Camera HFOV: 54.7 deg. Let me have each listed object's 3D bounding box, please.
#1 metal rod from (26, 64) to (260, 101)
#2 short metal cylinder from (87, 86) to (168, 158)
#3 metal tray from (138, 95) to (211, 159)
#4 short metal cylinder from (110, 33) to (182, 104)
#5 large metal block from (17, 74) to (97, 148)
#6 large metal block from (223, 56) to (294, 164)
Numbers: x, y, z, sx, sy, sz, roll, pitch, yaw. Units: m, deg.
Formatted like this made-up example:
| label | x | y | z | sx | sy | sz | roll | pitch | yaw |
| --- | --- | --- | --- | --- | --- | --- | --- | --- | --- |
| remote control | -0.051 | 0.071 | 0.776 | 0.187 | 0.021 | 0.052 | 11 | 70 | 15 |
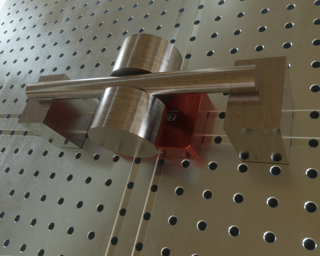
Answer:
| label | x | y | z | sx | sy | sz | roll | pitch | yaw |
| --- | --- | --- | --- | --- | --- | --- | --- | --- | --- |
| metal rod | -0.043 | -0.048 | 0.357 | 0.300 | 0.025 | 0.025 | 1 | 62 | 28 |
| short metal cylinder | -0.036 | -0.004 | 0.356 | 0.080 | 0.080 | 0.050 | 1 | 62 | 28 |
| metal tray | -0.006 | -0.010 | 0.414 | 0.130 | 0.030 | 0.090 | 2 | 62 | 29 |
| short metal cylinder | -0.017 | -0.071 | 0.387 | 0.080 | 0.080 | 0.050 | 1 | 62 | 28 |
| large metal block | -0.149 | -0.023 | 0.464 | 0.050 | 0.080 | 0.080 | 1 | 62 | 29 |
| large metal block | 0.107 | -0.016 | 0.325 | 0.050 | 0.080 | 0.080 | 1 | 62 | 29 |
